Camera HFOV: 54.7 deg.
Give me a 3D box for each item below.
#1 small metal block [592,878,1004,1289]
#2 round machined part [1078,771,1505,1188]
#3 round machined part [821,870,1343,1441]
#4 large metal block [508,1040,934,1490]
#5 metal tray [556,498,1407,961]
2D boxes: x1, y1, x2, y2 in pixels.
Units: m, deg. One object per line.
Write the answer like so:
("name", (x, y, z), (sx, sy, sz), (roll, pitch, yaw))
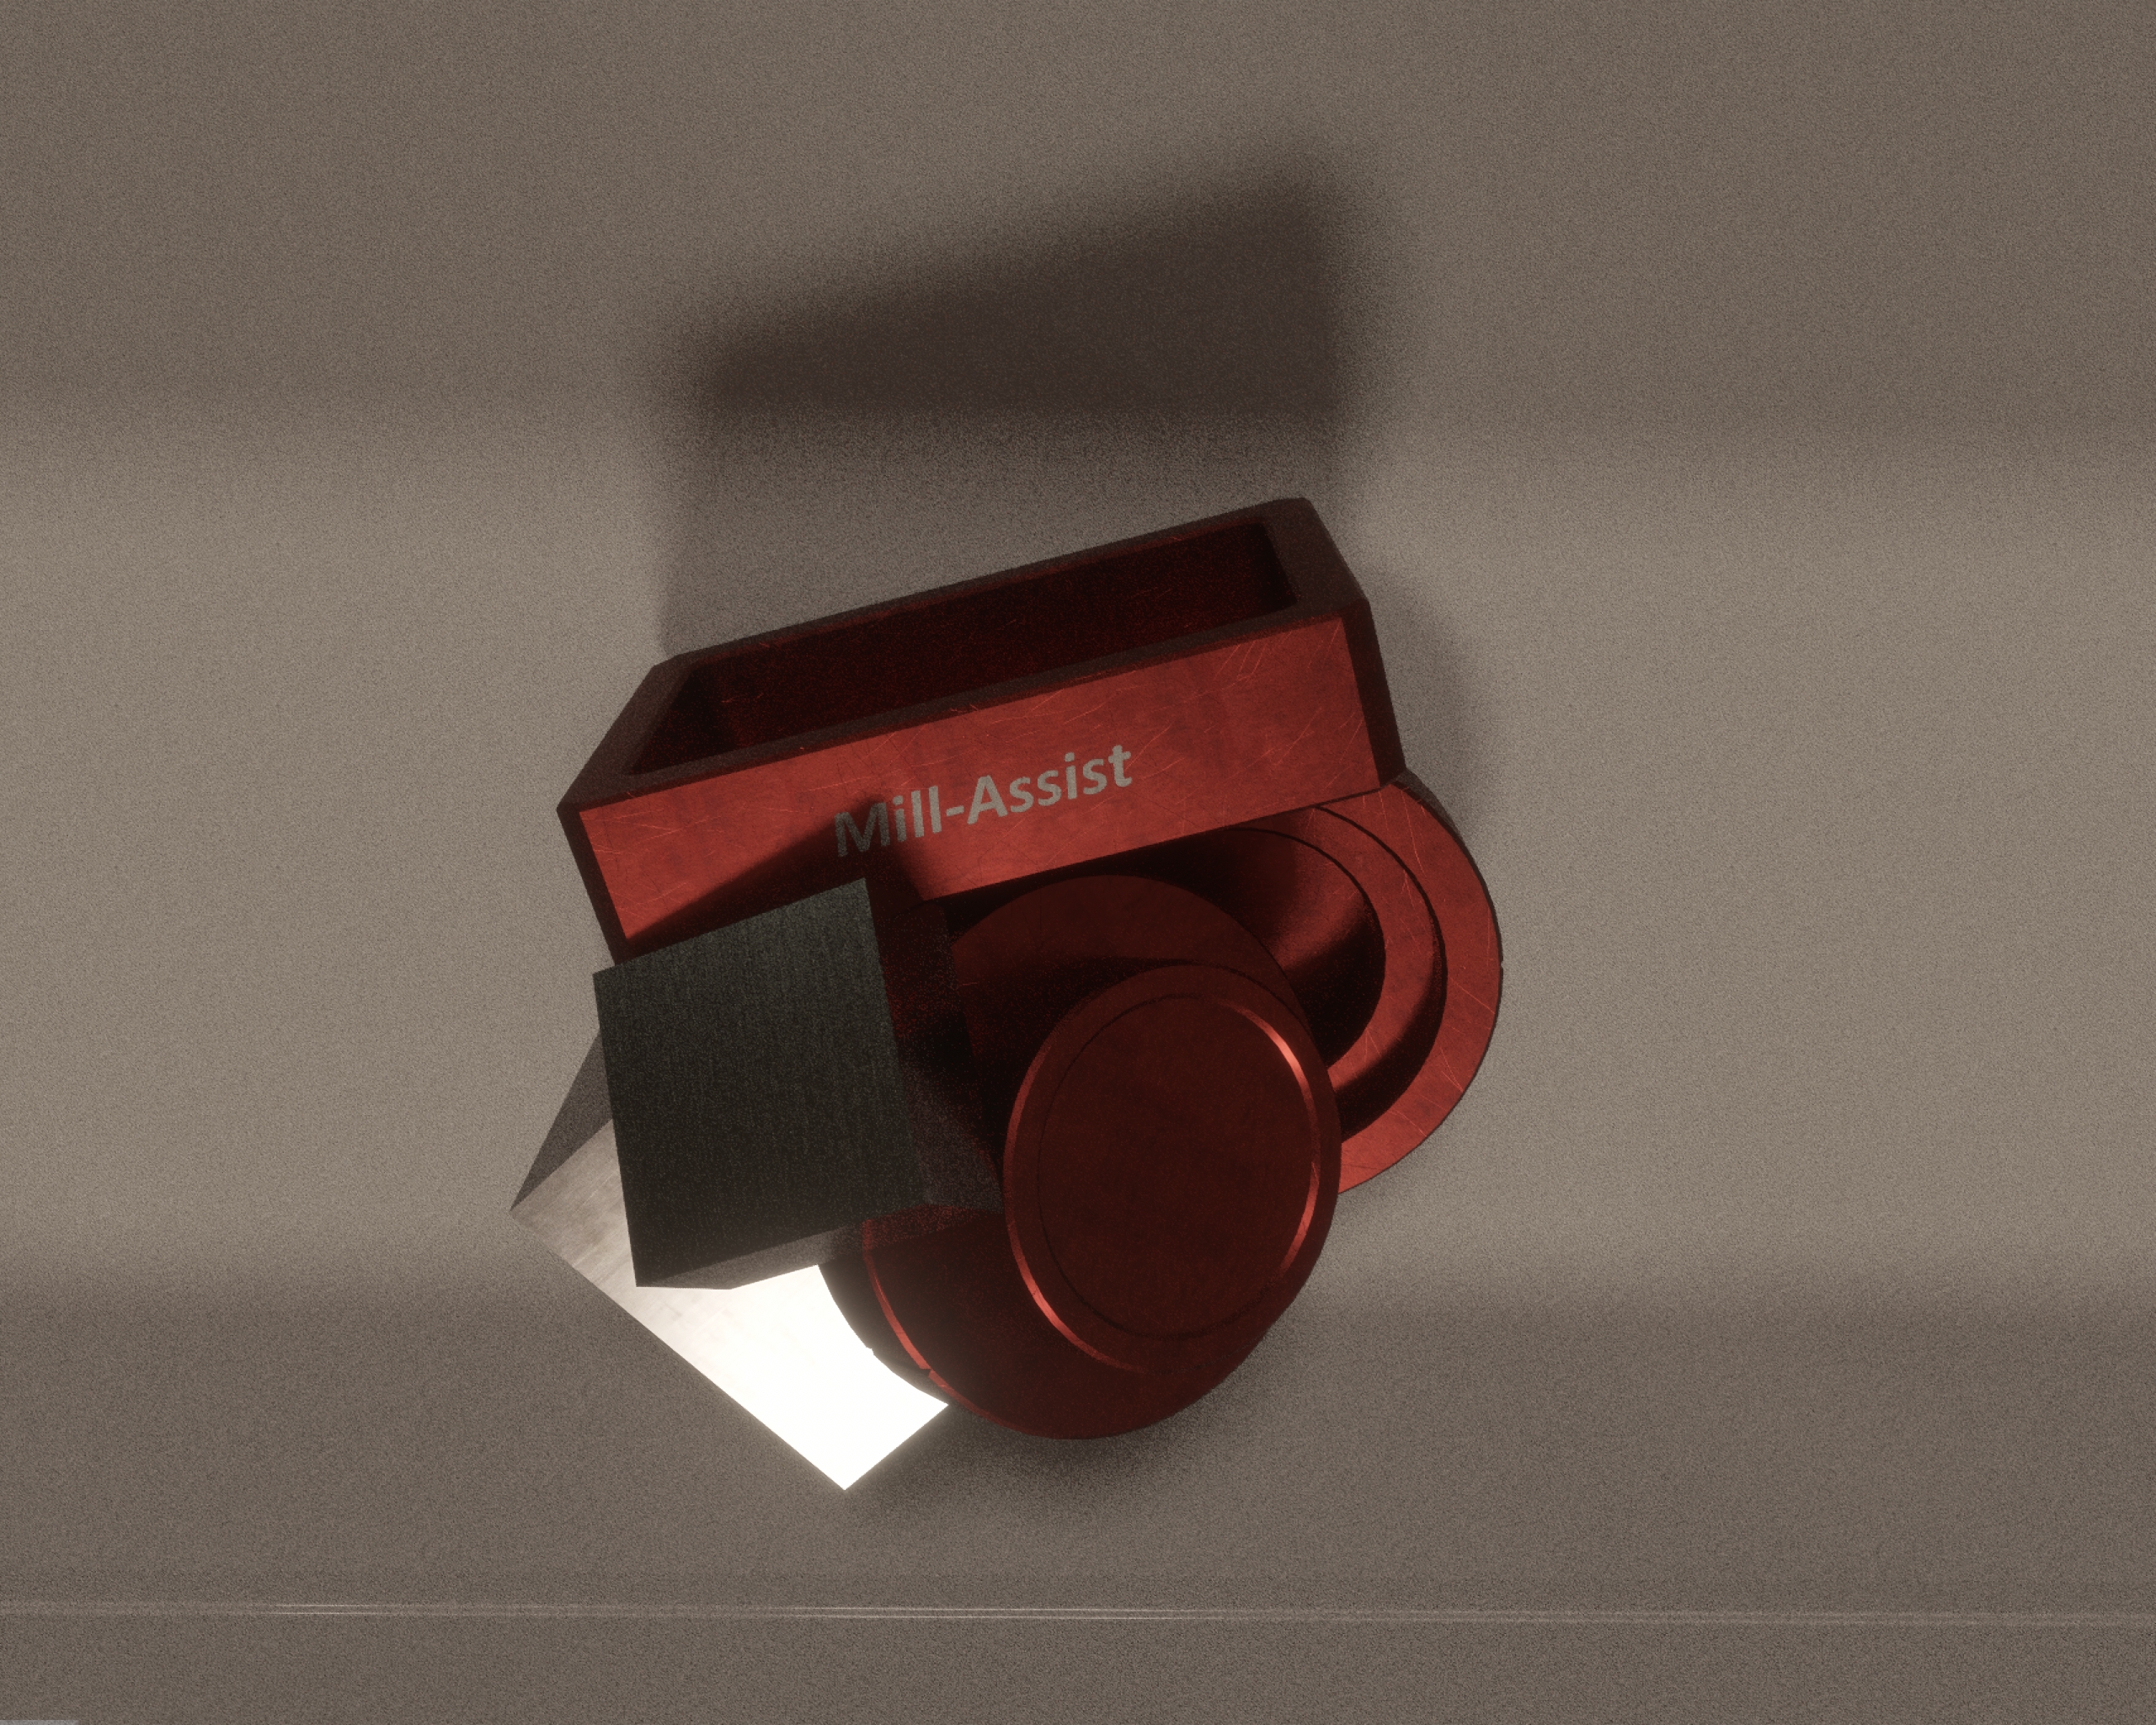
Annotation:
("small metal block", (-0.044, 0.036, 0.324), (0.050, 0.025, 0.050), (-19, 71, 19))
("round machined part", (0.030, 0.016, 0.408), (0.099, 0.042, 0.097), (0, 110, -1))
("round machined part", (0.006, 0.050, 0.357), (0.099, 0.042, 0.097), (1, 88, -33))
("large metal block", (-0.052, 0.057, 0.401), (0.050, 0.080, 0.080), (-42, 105, 14))
("metal tray", (-0.015, -0.026, 0.365), (0.131, 0.090, 0.030), (-14, 110, 4))
